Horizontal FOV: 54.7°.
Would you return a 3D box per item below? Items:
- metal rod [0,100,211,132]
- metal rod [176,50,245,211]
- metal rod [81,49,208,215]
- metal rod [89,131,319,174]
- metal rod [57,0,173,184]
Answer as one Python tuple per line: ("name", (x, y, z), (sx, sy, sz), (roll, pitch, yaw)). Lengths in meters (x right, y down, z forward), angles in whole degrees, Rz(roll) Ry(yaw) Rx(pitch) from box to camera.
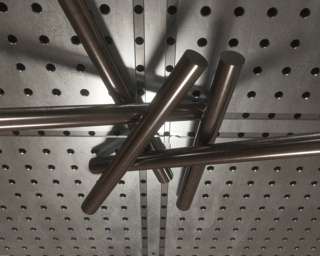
("metal rod", (-0.077, -0.014, 0.351), (0.303, 0.025, 0.025), (-4, 132, -17))
("metal rod", (0.055, 0.030, 0.412), (0.025, 0.025, 0.298), (4, 138, -4))
("metal rod", (-0.037, 0.028, 0.378), (0.025, 0.025, 0.298), (22, 131, -18))
("metal rod", (0.035, 0.036, 0.386), (0.300, 0.025, 0.025), (-9, 132, 28))
("metal rod", (-0.042, -0.031, 0.384), (0.025, 0.025, 0.299), (-16, 129, 12))
